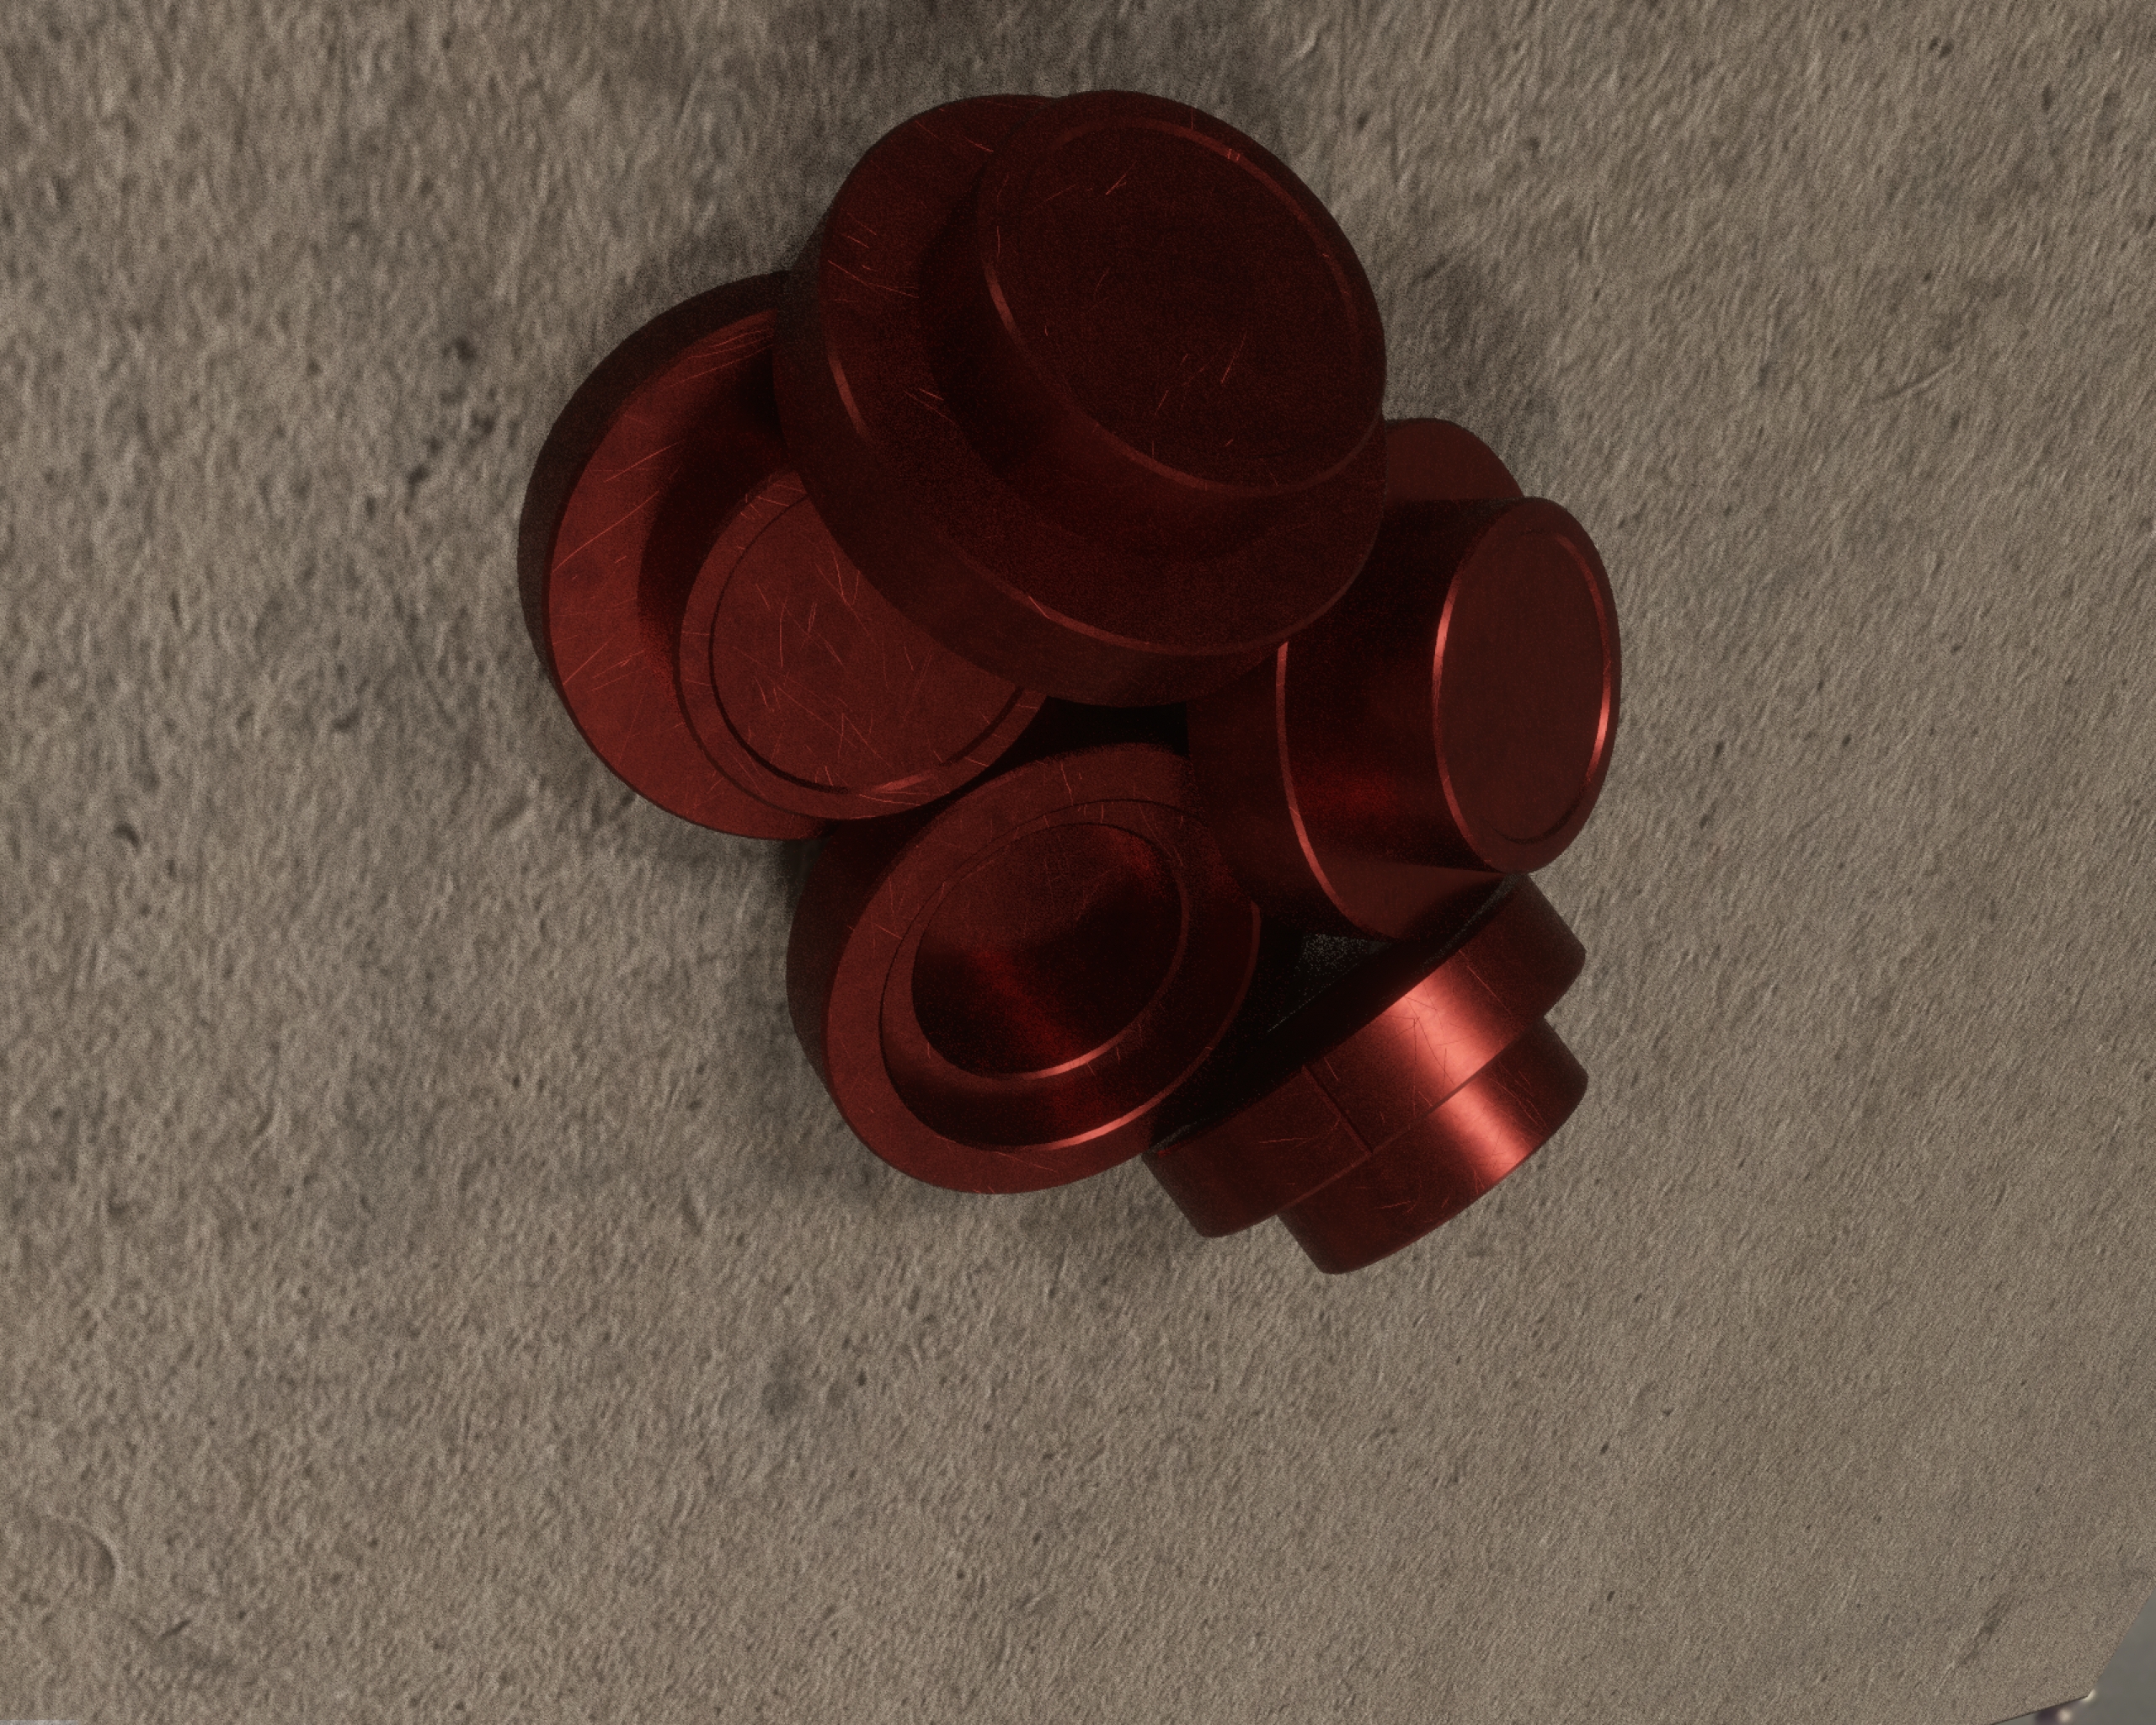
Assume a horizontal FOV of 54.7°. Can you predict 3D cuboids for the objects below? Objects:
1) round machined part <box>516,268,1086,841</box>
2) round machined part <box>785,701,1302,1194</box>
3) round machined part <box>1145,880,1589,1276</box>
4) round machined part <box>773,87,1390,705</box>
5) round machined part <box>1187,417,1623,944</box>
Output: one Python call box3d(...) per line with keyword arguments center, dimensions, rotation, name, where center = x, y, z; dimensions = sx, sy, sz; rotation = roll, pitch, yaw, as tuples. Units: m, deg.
box3d(center=(-0.040, -0.046, 0.350), dimensions=(0.099, 0.042, 0.097), rotation=(-14, 125, -21), name="round machined part")
box3d(center=(-0.009, 0.012, 0.401), dimensions=(0.099, 0.042, 0.097), rotation=(-14, 125, -21), name="round machined part")
box3d(center=(0.065, 0.047, 0.428), dimensions=(0.098, 0.098, 0.042), rotation=(-37, 89, -4), name="round machined part")
box3d(center=(0.007, -0.077, 0.318), dimensions=(0.099, 0.098, 0.042), rotation=(1, 160, -29), name="round machined part")
box3d(center=(0.067, -0.033, 0.387), dimensions=(0.099, 0.042, 0.097), rotation=(-8, 101, -49), name="round machined part")
